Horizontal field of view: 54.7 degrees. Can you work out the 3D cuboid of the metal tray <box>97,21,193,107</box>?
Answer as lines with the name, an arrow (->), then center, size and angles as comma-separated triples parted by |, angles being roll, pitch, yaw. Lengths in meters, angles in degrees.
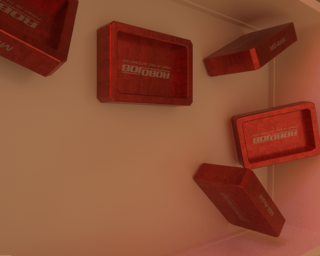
metal tray -> -0.014, -0.075, 0.392 | 0.131, 0.030, 0.089 | 0, 90, -40

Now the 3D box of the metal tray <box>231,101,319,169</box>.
metal tray -> 0.193, 0.012, 0.517 | 0.131, 0.030, 0.089 | -12, 98, 0

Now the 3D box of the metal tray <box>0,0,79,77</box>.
metal tray -> -0.140, -0.112, 0.265 | 0.131, 0.030, 0.090 | 26, 51, -37

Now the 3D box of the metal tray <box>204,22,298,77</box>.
metal tray -> 0.143, -0.123, 0.486 | 0.131, 0.090, 0.030 | -35, 112, -35

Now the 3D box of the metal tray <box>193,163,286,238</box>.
metal tray -> 0.120, 0.108, 0.468 | 0.130, 0.090, 0.030 | 51, 60, -28
